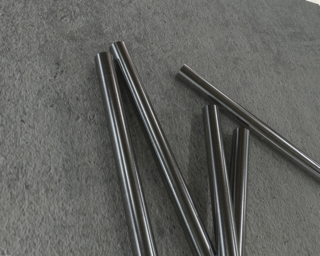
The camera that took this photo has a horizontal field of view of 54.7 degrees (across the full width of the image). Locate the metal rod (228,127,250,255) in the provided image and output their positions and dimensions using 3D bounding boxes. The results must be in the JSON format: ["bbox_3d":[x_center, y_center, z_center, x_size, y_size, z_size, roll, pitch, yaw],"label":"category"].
[{"bbox_3d":[0.092,0.125,0.376,0.025,0.025,0.300,24,53,-14],"label":"metal rod"}]

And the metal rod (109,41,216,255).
[{"bbox_3d":[-0.005,0.015,0.391,0.025,0.025,0.299,-10,67,-33],"label":"metal rod"}]

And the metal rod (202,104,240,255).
[{"bbox_3d":[0.074,0.092,0.369,0.025,0.025,0.300,16,50,-19],"label":"metal rod"}]

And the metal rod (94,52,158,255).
[{"bbox_3d":[-0.040,0.037,0.359,0.025,0.025,0.299,-1,62,-29],"label":"metal rod"}]

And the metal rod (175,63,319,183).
[{"bbox_3d":[0.152,-0.001,0.485,0.301,0.025,0.025,36,51,-5],"label":"metal rod"}]
